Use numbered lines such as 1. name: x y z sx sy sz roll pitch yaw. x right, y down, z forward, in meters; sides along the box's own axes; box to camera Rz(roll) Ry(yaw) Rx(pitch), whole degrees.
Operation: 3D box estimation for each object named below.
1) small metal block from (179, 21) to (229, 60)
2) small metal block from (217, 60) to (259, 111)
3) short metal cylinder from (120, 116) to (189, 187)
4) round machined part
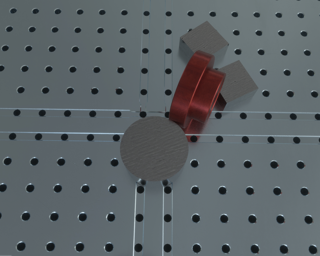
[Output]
1. small metal block: 0.064 -0.122 0.457 0.050 0.025 0.050 -34 74 -12
2. small metal block: 0.100 -0.060 0.435 0.050 0.025 0.050 -25 72 -10
3. short metal cylinder: -0.007 0.031 0.387 0.081 0.050 0.080 0 70 0
4. round machined part: 0.051 -0.044 0.389 0.042 0.098 0.098 23 72 11
